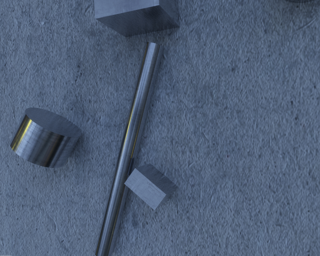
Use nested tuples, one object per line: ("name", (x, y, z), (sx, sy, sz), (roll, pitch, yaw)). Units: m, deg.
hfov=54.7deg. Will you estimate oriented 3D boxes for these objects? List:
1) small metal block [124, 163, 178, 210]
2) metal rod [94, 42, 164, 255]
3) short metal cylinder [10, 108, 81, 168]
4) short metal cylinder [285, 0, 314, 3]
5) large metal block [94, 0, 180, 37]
("small metal block", (-0.010, 0.074, 0.399), (0.050, 0.050, 0.025), (38, 102, 16))
("metal rod", (-0.043, 0.034, 0.424), (0.025, 0.025, 0.298), (16, 95, 19))
("short metal cylinder", (-0.160, 0.013, 0.436), (0.080, 0.080, 0.050), (33, 101, 17))
("short metal cylinder", (0.160, -0.186, 0.339), (0.080, 0.050, 0.080), (0, 90, 20))
("large metal block", (-0.026, -0.156, 0.389), (0.080, 0.080, 0.050), (-4, 89, 20))
